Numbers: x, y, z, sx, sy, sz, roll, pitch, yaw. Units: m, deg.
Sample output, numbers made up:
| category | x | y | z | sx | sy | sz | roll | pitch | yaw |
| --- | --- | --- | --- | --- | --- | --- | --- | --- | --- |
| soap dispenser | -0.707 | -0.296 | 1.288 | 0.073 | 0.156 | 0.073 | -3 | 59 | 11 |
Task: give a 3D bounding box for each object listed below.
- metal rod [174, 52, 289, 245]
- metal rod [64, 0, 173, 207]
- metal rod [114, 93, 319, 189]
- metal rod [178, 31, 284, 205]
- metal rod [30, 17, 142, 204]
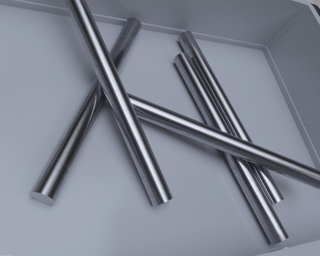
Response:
| category | x | y | z | sx | sy | sz | roll | pitch | yaw |
| --- | --- | --- | --- | --- | --- | --- | --- | --- | --- |
| metal rod | 0.094 | 0.016 | 0.445 | 0.025 | 0.025 | 0.299 | -13 | 69 | -34 |
| metal rod | -0.057 | -0.050 | 0.374 | 0.025 | 0.025 | 0.299 | -19 | 82 | -35 |
| metal rod | 0.080 | 0.016 | 0.411 | 0.301 | 0.025 | 0.025 | 22 | 53 | -5 |
| metal rod | 0.101 | -0.026 | 0.475 | 0.025 | 0.025 | 0.299 | -12 | 68 | -33 |
| metal rod | -0.078 | -0.046 | 0.391 | 0.025 | 0.025 | 0.300 | 27 | 52 | -12 |
